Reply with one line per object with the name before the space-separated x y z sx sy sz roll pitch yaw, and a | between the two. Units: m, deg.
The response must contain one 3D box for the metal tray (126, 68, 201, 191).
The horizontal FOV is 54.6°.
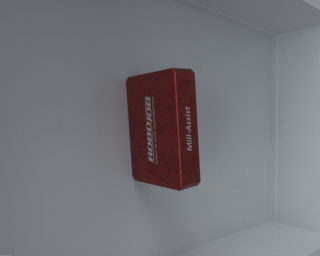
metal tray | 0.002 0.001 0.364 0.030 0.090 0.129 -6 94 -40
